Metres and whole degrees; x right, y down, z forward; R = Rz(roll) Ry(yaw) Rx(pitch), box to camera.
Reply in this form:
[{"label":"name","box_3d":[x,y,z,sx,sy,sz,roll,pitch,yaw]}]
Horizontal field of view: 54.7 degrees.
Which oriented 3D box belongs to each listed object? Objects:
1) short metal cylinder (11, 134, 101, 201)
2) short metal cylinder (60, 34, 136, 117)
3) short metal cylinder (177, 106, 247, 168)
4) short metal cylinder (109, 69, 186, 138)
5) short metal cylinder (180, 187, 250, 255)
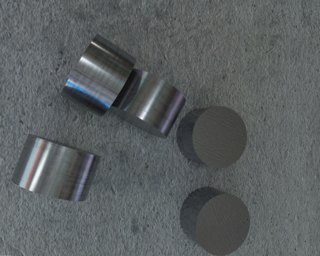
[{"label":"short metal cylinder","box_3d":[-0.111,0.043,0.339,0.080,0.080,0.050,20,83,-19]},{"label":"short metal cylinder","box_3d":[-0.070,-0.059,0.353,0.050,0.080,0.080,31,80,-16]},{"label":"short metal cylinder","box_3d":[0.069,0.011,0.421,0.081,0.050,0.080,0,90,-20]},{"label":"short metal cylinder","box_3d":[-0.016,-0.028,0.374,0.080,0.080,0.050,31,80,-18]},{"label":"short metal cylinder","box_3d":[0.074,0.125,0.423,0.081,0.050,0.080,0,90,-20]}]
